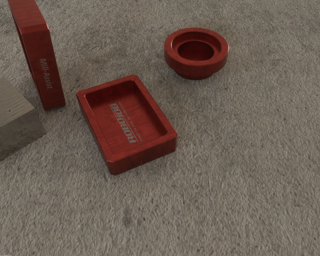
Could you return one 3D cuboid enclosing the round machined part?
[{"bbox_3d":[0.055,-0.113,0.487,0.099,0.042,0.098,0,50,0],"label":"round machined part"}]

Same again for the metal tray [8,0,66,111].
[{"bbox_3d":[-0.163,-0.099,0.415,0.030,0.129,0.090,-19,53,-20],"label":"metal tray"}]

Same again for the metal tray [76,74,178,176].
[{"bbox_3d":[-0.046,-0.010,0.407,0.091,0.030,0.130,-21,53,-17],"label":"metal tray"}]

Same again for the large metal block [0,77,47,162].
[{"bbox_3d":[-0.208,-0.009,0.393,0.080,0.050,0.080,-36,59,-27],"label":"large metal block"}]
